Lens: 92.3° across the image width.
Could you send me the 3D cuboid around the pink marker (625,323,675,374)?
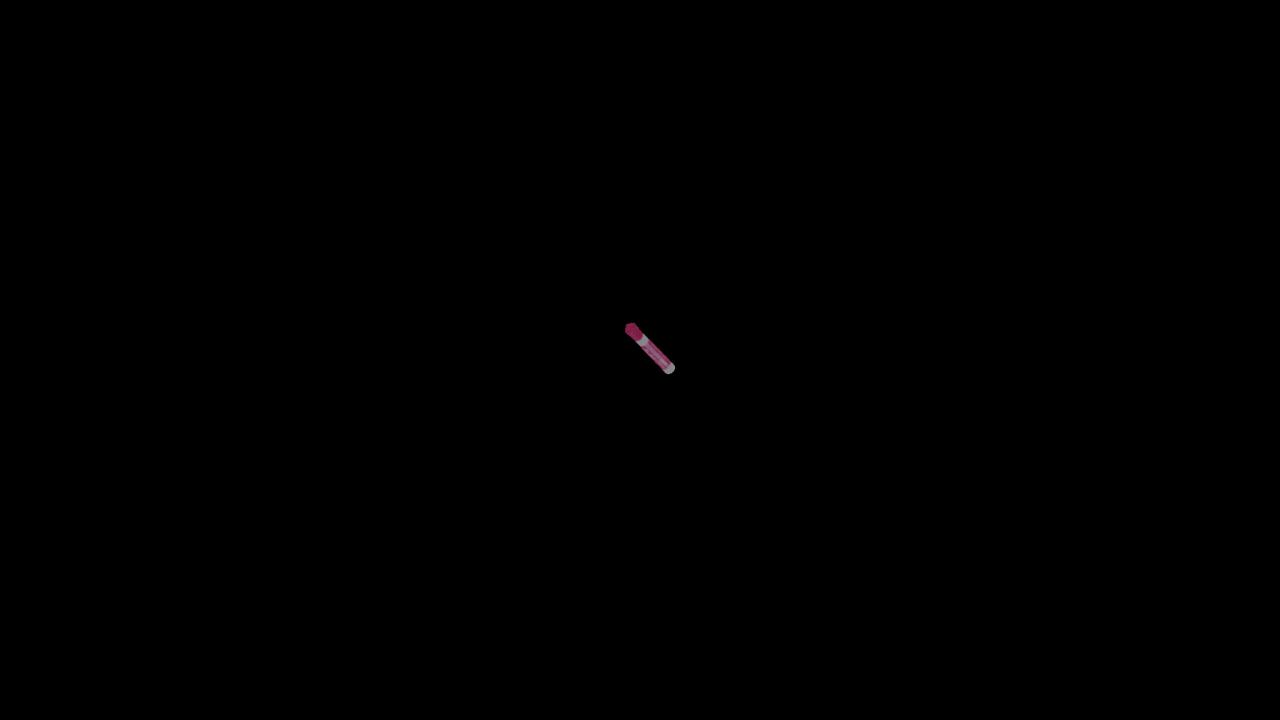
[{"bbox_3d":[0.015,-0.017,0.909,0.020,0.020,0.121,0,-31,38],"label":"pink marker"}]
